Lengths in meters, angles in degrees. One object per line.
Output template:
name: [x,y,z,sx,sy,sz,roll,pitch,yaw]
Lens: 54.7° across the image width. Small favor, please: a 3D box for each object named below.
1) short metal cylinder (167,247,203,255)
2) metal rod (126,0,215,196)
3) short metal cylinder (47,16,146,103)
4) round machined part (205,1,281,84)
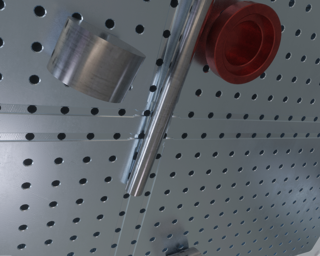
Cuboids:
short metal cylinder: [0.050,0.267,0.569,0.050,0.080,0.079,-10,123,-23]
metal rod: [0.011,-0.039,0.392,0.025,0.025,0.298,6,115,-31]
short metal cylinder: [-0.061,-0.066,0.302,0.081,0.080,0.050,18,109,-35]
round machined part: [0.099,-0.108,0.388,0.099,0.042,0.097,-14,124,-21]
